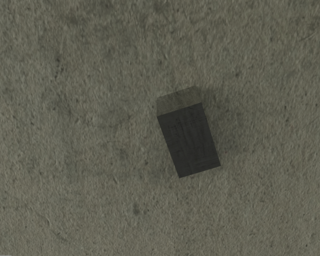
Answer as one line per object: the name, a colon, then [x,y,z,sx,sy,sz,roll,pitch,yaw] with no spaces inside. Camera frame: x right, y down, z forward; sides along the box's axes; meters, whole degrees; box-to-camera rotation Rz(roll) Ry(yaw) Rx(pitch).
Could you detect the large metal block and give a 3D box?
large metal block: [0.033,0.002,0.381,0.050,0.080,0.080,-18,109,6]
